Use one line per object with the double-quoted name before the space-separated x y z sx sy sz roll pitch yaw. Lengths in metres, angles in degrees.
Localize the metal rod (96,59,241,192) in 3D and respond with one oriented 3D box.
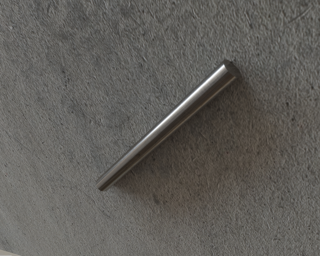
"metal rod" -0.009 0.015 0.422 0.025 0.025 0.299 45 129 -3
